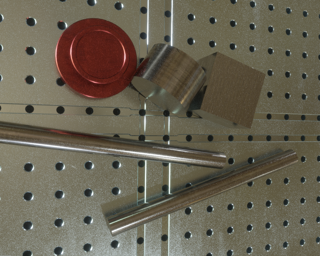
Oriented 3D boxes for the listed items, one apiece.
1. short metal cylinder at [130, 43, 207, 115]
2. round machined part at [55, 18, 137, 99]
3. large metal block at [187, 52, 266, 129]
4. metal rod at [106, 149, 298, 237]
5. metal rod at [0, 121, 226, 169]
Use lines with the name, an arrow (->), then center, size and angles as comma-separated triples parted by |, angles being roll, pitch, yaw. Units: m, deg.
short metal cylinder -> 0.011, -0.060, 0.388 | 0.080, 0.080, 0.050 | 36, 79, -17
round machined part -> -0.075, -0.085, 0.376 | 0.099, 0.042, 0.097 | 0, 90, -21
large metal block -> 0.090, -0.049, 0.434 | 0.081, 0.050, 0.080 | 19, 84, -20
metal rod -> 0.073, 0.085, 0.441 | 0.302, 0.025, 0.025 | -16, 96, -20
metal rod -> -0.052, 0.025, 0.394 | 0.302, 0.025, 0.025 | 9, 87, -20
